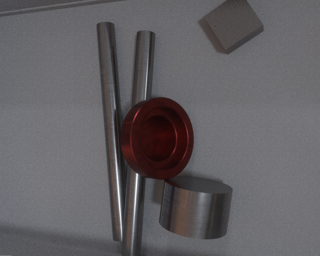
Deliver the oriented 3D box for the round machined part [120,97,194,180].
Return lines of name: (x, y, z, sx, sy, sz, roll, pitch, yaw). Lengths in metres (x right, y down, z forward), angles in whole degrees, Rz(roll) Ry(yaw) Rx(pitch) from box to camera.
round machined part: (-0.008, 0.013, 0.381, 0.042, 0.099, 0.097, -5, 88, 50)

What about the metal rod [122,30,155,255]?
metal rod: (-0.028, 0.022, 0.411, 0.025, 0.025, 0.298, 3, 88, 19)

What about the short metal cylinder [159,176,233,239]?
short metal cylinder: (0.042, 0.090, 0.366, 0.080, 0.080, 0.050, 8, 93, 19)

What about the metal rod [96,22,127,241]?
metal rod: (-0.065, 0.004, 0.432, 0.025, 0.025, 0.298, -5, 88, 19)

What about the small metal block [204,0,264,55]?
small metal block: (0.090, -0.127, 0.378, 0.050, 0.025, 0.050, -32, 80, 16)
